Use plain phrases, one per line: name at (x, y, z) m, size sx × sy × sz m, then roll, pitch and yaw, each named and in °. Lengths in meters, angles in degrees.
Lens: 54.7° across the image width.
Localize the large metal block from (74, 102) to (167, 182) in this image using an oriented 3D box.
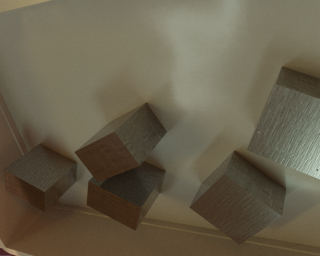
large metal block at (-0.050, 0.018, 0.409) m, size 0.080 × 0.080 × 0.050 m, roll -25°, pitch 105°, yaw 36°

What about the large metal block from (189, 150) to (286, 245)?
large metal block at (0.098, 0.090, 0.396) m, size 0.080 × 0.050 × 0.079 m, roll 37°, pitch 129°, yaw 3°

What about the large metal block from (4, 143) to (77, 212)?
large metal block at (-0.200, 0.082, 0.527) m, size 0.080 × 0.080 × 0.050 m, roll 25°, pitch 127°, yaw 12°

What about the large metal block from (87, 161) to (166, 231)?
large metal block at (-0.048, 0.087, 0.451) m, size 0.080 × 0.080 × 0.050 m, roll 23°, pitch 127°, yaw 13°

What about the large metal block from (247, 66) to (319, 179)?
large metal block at (0.145, -0.005, 0.313) m, size 0.080 × 0.050 × 0.079 m, roll 22°, pitch 127°, yaw 14°
